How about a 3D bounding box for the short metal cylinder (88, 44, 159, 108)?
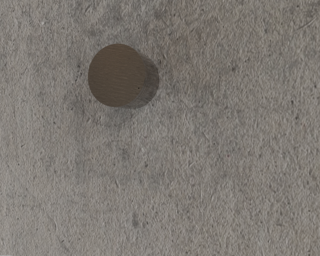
[{"bbox_3d":[-0.047,-0.066,0.412,0.080,0.050,0.080,0,90,20],"label":"short metal cylinder"}]
